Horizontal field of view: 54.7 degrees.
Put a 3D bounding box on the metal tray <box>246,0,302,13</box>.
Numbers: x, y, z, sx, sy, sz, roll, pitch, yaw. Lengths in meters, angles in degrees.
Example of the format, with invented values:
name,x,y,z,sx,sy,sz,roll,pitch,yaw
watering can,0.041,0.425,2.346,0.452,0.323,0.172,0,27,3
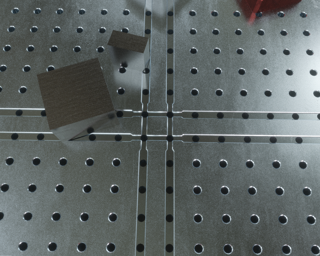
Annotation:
name,x,y,z,sx,sy,sz,roll,pitch,yaw
metal tray,0.170,-0.257,0.504,0.091,0.030,0.130,-18,71,-7

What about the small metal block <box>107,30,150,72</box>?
name,x,y,z,sx,sy,sz,roll,pitch,yaw
small metal block,-0.043,-0.107,0.437,0.050,0.050,0.025,14,71,5

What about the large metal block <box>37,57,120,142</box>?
name,x,y,z,sx,sy,sz,roll,pitch,yaw
large metal block,-0.107,-0.037,0.411,0.080,0.050,0.080,-18,71,-7
